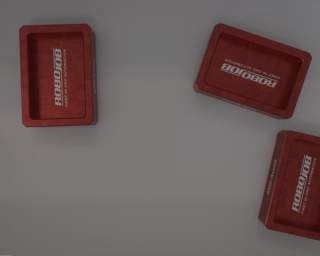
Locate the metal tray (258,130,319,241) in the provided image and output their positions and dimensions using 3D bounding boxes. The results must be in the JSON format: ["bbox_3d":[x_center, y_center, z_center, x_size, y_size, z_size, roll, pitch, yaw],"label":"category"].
[{"bbox_3d":[0.192,0.075,0.410,0.091,0.030,0.129,13,90,0],"label":"metal tray"}]

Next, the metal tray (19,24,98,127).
[{"bbox_3d":[-0.132,-0.067,0.407,0.091,0.030,0.129,-2,90,0],"label":"metal tray"}]

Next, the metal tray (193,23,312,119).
[{"bbox_3d":[0.120,-0.073,0.409,0.131,0.030,0.090,18,90,0],"label":"metal tray"}]
